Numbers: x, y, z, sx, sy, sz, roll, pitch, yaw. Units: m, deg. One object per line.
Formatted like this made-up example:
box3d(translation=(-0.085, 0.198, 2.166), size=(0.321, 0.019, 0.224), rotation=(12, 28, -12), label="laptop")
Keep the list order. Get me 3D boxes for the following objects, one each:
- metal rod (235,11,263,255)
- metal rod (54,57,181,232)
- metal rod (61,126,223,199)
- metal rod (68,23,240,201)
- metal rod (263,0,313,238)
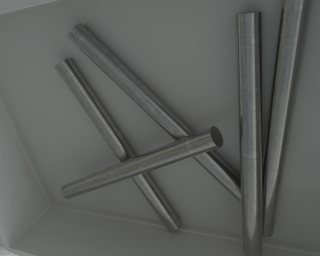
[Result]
box3d(translation=(0.104, 0.026, 0.353), size=(0.025, 0.025, 0.298), rotation=(4, 115, 26), label="metal rod")
box3d(translation=(-0.055, 0.033, 0.458), size=(0.025, 0.025, 0.299), rotation=(-23, 107, 36), label="metal rod")
box3d(translation=(-0.046, 0.059, 0.435), size=(0.299, 0.025, 0.025), rotation=(-24, 106, 36), label="metal rod")
box3d(translation=(0.002, -0.018, 0.396), size=(0.300, 0.025, 0.025), rotation=(44, 129, -3), label="metal rod")
box3d(translation=(0.131, 0.010, 0.345), size=(0.025, 0.025, 0.298), rotation=(10, 123, 23), label="metal rod")
